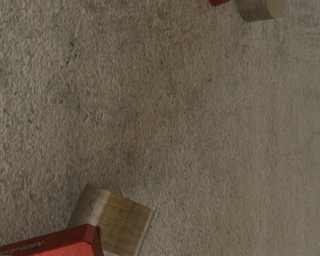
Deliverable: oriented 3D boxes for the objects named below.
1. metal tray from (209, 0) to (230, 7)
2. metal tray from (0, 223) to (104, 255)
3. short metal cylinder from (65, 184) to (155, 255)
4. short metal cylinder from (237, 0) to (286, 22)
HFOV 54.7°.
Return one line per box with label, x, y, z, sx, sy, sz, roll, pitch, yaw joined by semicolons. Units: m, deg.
metal tray;0.080;-0.265;0.467;0.130;0.030;0.090;49;61;-29
metal tray;-0.110;0.144;0.265;0.131;0.030;0.089;-14;101;-4
short metal cylinder;-0.051;0.098;0.326;0.080;0.080;0.050;35;69;-35
short metal cylinder;0.173;-0.224;0.525;0.081;0.050;0.079;-10;104;-46
